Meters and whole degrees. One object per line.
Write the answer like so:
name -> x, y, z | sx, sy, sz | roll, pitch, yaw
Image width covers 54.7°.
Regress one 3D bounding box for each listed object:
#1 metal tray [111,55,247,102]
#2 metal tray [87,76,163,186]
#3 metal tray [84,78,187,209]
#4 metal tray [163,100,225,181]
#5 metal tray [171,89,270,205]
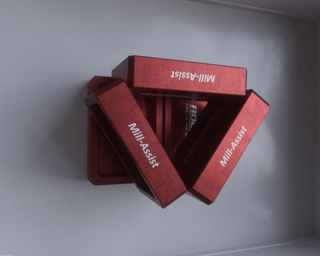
metal tray -> 0.018, -0.051, 0.348 | 0.131, 0.090, 0.030 | 2, 90, -20
metal tray -> -0.044, 0.003, 0.391 | 0.091, 0.030, 0.129 | 0, 89, -20
metal tray -> -0.030, 0.016, 0.331 | 0.030, 0.090, 0.130 | -33, 101, -16
metal tray -> 0.043, 0.005, 0.422 | 0.091, 0.030, 0.129 | 1, 89, -20
metal tray -> 0.061, 0.018, 0.364 | 0.030, 0.090, 0.130 | 37, 79, -16
